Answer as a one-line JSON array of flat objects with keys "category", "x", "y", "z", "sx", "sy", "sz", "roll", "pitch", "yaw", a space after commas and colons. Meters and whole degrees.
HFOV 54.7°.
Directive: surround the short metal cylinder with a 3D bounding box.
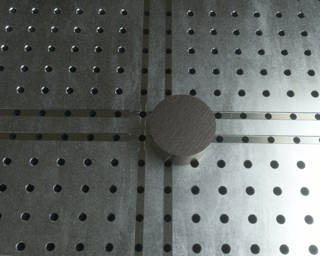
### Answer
[{"category": "short metal cylinder", "x": 0.027, "y": 0.004, "z": 0.397, "sx": 0.081, "sy": 0.050, "sz": 0.080, "roll": 0, "pitch": 70, "yaw": 0}]
